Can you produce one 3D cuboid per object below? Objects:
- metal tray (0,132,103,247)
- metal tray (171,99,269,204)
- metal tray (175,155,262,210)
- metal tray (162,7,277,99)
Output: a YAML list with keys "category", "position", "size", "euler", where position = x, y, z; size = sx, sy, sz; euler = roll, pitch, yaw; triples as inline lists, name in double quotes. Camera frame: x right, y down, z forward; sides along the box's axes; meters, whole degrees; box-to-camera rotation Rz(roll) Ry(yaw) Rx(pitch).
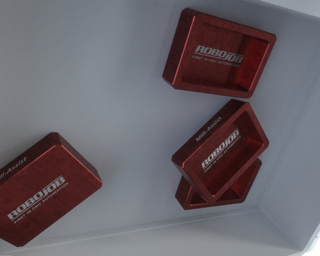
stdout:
- category: "metal tray"
  position: [-0.148, 0.076, 0.372]
  size: [0.130, 0.030, 0.090]
  euler: [-37, 129, -4]
- category: "metal tray"
  position: [0.090, 0.033, 0.442]
  size: [0.130, 0.030, 0.090]
  euler: [-43, 120, -12]
- category: "metal tray"
  position: [0.097, 0.085, 0.510]
  size: [0.131, 0.030, 0.089]
  euler: [2, 118, -29]
- category: "metal tray"
  position: [0.076, -0.089, 0.391]
  size: [0.131, 0.030, 0.089]
  euler: [3, 117, -30]
